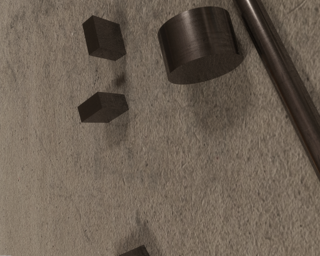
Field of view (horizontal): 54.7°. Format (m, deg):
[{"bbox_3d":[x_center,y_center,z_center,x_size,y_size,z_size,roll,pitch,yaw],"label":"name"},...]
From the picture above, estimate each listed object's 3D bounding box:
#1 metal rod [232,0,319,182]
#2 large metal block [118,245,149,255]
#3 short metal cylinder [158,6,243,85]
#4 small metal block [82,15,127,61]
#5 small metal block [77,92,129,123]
[{"bbox_3d":[0.132,-0.022,0.295,0.025,0.025,0.299,-31,71,35],"label":"metal rod"},{"bbox_3d":[-0.043,0.221,0.422,0.080,0.050,0.080,-46,63,30],"label":"large metal block"},{"bbox_3d":[0.042,-0.085,0.333,0.080,0.081,0.050,-21,77,38],"label":"short metal cylinder"},{"bbox_3d":[-0.081,-0.130,0.453,0.025,0.050,0.050,-23,76,37],"label":"small metal block"},{"bbox_3d":[-0.083,-0.029,0.455,0.050,0.050,0.025,-28,73,36],"label":"small metal block"}]
